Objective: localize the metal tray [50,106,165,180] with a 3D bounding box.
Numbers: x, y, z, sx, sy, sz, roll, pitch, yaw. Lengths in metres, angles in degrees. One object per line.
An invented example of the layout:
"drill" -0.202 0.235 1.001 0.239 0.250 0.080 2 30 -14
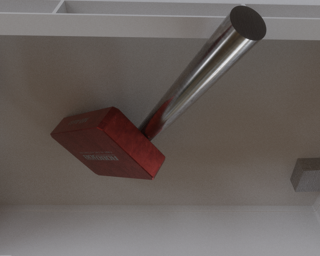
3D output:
"metal tray" -0.067 0.022 0.376 0.130 0.030 0.090 -6 134 49

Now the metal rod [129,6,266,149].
"metal rod" 0.002 -0.011 0.314 0.025 0.025 0.299 17 155 -14

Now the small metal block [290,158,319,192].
"small metal block" 0.234 0.072 0.474 0.050 0.025 0.050 -2 130 1
